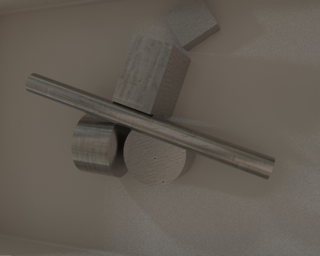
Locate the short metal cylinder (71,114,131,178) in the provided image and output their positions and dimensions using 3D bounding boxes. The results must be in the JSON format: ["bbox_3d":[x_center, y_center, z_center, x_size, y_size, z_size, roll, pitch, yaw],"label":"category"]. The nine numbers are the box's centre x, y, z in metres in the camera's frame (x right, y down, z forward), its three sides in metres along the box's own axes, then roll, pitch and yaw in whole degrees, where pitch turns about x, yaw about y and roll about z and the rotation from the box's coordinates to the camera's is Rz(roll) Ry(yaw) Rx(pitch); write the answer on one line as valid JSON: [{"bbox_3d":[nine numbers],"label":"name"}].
[{"bbox_3d":[-0.070,0.021,0.405,0.050,0.080,0.079,6,92,20],"label":"short metal cylinder"}]

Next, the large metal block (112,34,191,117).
[{"bbox_3d":[-0.007,-0.061,0.383,0.050,0.080,0.080,21,97,18],"label":"large metal block"}]

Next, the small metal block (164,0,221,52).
[{"bbox_3d":[0.041,-0.135,0.395,0.050,0.025,0.050,-31,80,17],"label":"small metal block"}]

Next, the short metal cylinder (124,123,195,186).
[{"bbox_3d":[0.001,0.030,0.396,0.080,0.050,0.079,0,90,19],"label":"short metal cylinder"}]

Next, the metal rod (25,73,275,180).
[{"bbox_3d":[-0.021,-0.007,0.358,0.301,0.025,0.025,20,97,12],"label":"metal rod"}]
